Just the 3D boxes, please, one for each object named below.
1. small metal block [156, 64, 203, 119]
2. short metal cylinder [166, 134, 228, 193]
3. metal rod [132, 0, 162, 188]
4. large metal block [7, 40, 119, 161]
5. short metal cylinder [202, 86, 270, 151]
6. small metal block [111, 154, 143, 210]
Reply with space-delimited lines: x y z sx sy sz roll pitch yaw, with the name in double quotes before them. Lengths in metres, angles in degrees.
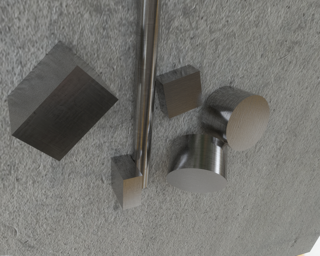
"small metal block" 0.025 -0.047 0.393 0.050 0.025 0.050 -23 127 -15
"short metal cylinder" 0.052 0.051 0.426 0.080 0.050 0.080 6 148 4
"metal rod" -0.018 -0.050 0.367 0.025 0.025 0.298 -10 123 -24
"large metal block" -0.097 -0.029 0.301 0.080 0.080 0.050 -46 130 3
"short metal cylinder" 0.106 -0.014 0.434 0.081 0.050 0.079 -14 118 -29
"small metal block" -0.045 0.071 0.411 0.025 0.050 0.050 -10 123 -24
